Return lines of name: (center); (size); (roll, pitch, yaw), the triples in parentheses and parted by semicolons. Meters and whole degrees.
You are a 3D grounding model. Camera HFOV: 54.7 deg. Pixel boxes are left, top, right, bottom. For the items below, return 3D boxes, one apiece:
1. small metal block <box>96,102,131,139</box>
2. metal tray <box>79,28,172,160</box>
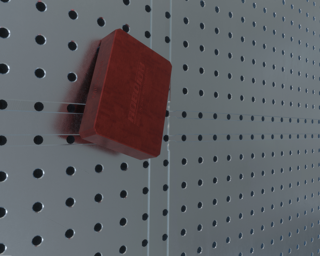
small metal block: (-0.055, -0.012, 0.364); (0.050, 0.025, 0.050); (11, 83, -40)
metal tray: (-0.034, -0.037, 0.360); (0.090, 0.030, 0.130); (26, 62, -37)
